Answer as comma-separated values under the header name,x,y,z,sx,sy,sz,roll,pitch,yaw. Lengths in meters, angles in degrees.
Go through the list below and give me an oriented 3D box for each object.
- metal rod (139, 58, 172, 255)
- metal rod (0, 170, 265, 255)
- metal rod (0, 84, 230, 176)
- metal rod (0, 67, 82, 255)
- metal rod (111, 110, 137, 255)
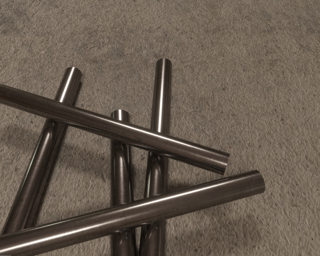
name,x,y,z,sx,sy,sz,roll,pitch,yaw
metal rod,-0.001,0.015,0.390,0.025,0.025,0.300,2,50,1
metal rod,-0.042,0.087,0.295,0.302,0.025,0.025,-12,51,-11
metal rod,-0.068,-0.003,0.370,0.301,0.025,0.025,17,52,13
metal rod,-0.140,0.031,0.374,0.025,0.025,0.300,3,50,2
metal rod,-0.038,0.098,0.320,0.025,0.025,0.300,-4,50,-4
